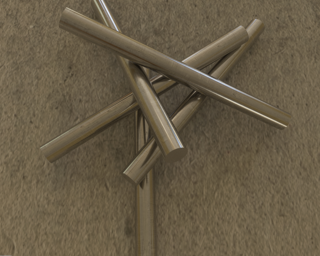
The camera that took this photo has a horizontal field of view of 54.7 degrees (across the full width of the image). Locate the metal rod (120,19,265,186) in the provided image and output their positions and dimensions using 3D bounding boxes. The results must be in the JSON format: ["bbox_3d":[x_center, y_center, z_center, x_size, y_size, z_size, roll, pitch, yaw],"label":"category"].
[{"bbox_3d":[0.055,-0.047,0.411,0.025,0.025,0.301,36,68,12],"label":"metal rod"}]

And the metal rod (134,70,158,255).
[{"bbox_3d":[-0.019,0.047,0.390,0.025,0.025,0.299,-2,70,-1],"label":"metal rod"}]

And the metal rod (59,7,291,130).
[{"bbox_3d":[0.027,-0.067,0.379,0.302,0.025,0.025,23,71,-10],"label":"metal rod"}]

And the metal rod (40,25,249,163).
[{"bbox_3d":[-0.012,-0.048,0.397,0.301,0.025,0.025,-33,74,-10],"label":"metal rod"}]

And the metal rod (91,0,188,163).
[{"bbox_3d":[-0.039,-0.083,0.394,0.025,0.025,0.299,-21,55,-8],"label":"metal rod"}]
